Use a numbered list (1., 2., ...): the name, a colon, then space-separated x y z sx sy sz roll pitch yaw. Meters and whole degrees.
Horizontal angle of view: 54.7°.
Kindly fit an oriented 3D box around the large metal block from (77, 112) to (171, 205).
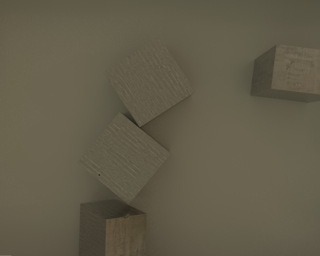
1. large metal block: -0.043 0.036 0.398 0.080 0.050 0.080 40 90 0

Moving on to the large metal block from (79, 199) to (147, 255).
1. large metal block: -0.060 0.137 0.376 0.050 0.080 0.080 2 89 -34

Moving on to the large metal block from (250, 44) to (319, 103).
1. large metal block: 0.167 -0.064 0.385 0.080 0.080 0.050 7 90 0

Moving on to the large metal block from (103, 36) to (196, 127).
1. large metal block: -0.013 -0.056 0.399 0.080 0.050 0.080 -33 90 0
